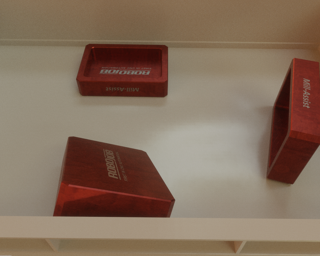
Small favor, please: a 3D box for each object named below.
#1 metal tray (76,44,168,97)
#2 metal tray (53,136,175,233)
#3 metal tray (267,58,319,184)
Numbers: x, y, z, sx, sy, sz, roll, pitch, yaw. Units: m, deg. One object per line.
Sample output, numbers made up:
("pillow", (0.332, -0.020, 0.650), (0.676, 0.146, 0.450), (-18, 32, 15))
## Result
("metal tray", (-0.053, -0.090, 0.476), (0.131, 0.030, 0.090), (1, 50, 0))
("metal tray", (-0.048, 0.048, 0.298), (0.091, 0.030, 0.130), (13, 11, -17))
("metal tray", (0.160, -0.010, 0.373), (0.030, 0.089, 0.130), (13, 51, 10))
